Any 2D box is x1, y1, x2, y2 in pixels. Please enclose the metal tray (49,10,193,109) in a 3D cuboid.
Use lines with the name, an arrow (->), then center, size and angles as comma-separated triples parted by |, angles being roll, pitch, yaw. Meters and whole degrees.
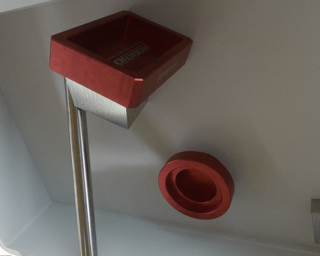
metal tray -> -0.032, -0.076, 0.309 | 0.090, 0.131, 0.030 | 27, 128, 11

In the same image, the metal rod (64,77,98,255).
metal rod -> -0.109, 0.060, 0.430 | 0.025, 0.025, 0.298 | -1, 96, 28

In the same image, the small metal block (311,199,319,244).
small metal block -> 0.210, 0.113, 0.368 | 0.050, 0.025, 0.050 | -5, 116, 30

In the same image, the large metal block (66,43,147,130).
large metal block -> -0.063, -0.053, 0.374 | 0.080, 0.050, 0.080 | 24, 149, 13

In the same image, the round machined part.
round machined part -> 0.051, 0.071, 0.414 | 0.098, 0.042, 0.097 | 13, 124, 20
